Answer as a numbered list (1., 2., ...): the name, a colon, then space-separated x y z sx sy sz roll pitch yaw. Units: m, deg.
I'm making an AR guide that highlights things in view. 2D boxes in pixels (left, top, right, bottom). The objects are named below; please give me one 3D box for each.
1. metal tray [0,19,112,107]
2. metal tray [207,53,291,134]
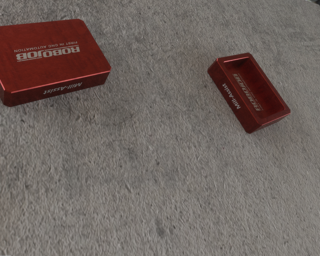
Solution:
1. metal tray: -0.137 -0.084 0.378 0.131 0.030 0.090 -21 73 -36
2. metal tray: 0.149 -0.062 0.517 0.091 0.030 0.130 -18 71 -35
